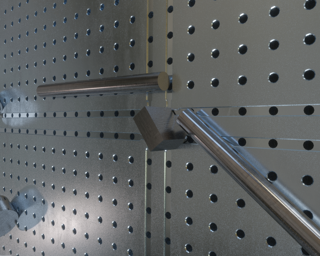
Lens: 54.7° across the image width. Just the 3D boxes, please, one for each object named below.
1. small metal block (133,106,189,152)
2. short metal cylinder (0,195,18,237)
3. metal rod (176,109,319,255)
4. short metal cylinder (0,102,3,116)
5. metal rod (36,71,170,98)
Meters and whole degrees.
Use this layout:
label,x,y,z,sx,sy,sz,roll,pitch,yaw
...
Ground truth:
label,x,y,z,sx,sy,sz,roll,pitch,yaw
small metal block,0.001,0.001,0.392,0.025,0.050,0.050,-43,64,32
short metal cylinder,-0.358,0.193,0.670,0.050,0.081,0.079,37,113,34
metal rod,0.120,0.080,0.309,0.300,0.025,0.025,46,118,30
short metal cylinder,-0.418,-0.052,0.719,0.050,0.081,0.080,42,116,32
metal rod,-0.110,-0.066,0.500,0.300,0.025,0.025,2,92,40
